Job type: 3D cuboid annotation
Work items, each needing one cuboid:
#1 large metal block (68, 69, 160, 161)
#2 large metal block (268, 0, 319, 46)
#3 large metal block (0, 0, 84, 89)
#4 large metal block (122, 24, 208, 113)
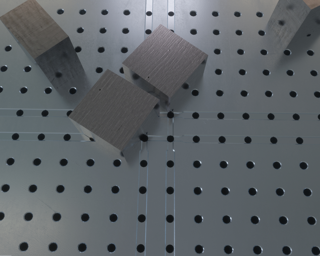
[{"bbox_3d":[-0.056,-0.016,0.404,0.080,0.050,0.080,32,73,11],"label":"large metal block"},{"bbox_3d":[0.217,-0.177,0.448,0.080,0.080,0.050,-28,73,-10],"label":"large metal block"},{"bbox_3d":[-0.157,-0.112,0.423,0.050,0.080,0.080,-39,75,-13],"label":"large metal block"},{"bbox_3d":[0.007,-0.082,0.428,0.080,0.050,0.080,37,74,12],"label":"large metal block"}]
